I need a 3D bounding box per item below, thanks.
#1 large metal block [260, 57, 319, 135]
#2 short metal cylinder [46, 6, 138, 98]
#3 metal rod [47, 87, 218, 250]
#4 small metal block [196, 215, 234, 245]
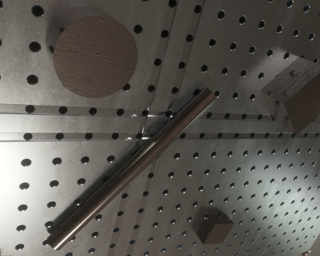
[{"bbox_3d":[0.216,-0.050,0.486,0.080,0.050,0.080,-41,130,0],"label":"large metal block"},{"bbox_3d":[-0.069,-0.076,0.311,0.081,0.050,0.079,-14,125,-21],"label":"short metal cylinder"},{"bbox_3d":[-0.038,0.056,0.426,0.300,0.025,0.025,-44,130,2],"label":"metal rod"},{"bbox_3d":[0.106,0.194,0.592,0.050,0.025,0.050,11,113,-33],"label":"small metal block"}]
